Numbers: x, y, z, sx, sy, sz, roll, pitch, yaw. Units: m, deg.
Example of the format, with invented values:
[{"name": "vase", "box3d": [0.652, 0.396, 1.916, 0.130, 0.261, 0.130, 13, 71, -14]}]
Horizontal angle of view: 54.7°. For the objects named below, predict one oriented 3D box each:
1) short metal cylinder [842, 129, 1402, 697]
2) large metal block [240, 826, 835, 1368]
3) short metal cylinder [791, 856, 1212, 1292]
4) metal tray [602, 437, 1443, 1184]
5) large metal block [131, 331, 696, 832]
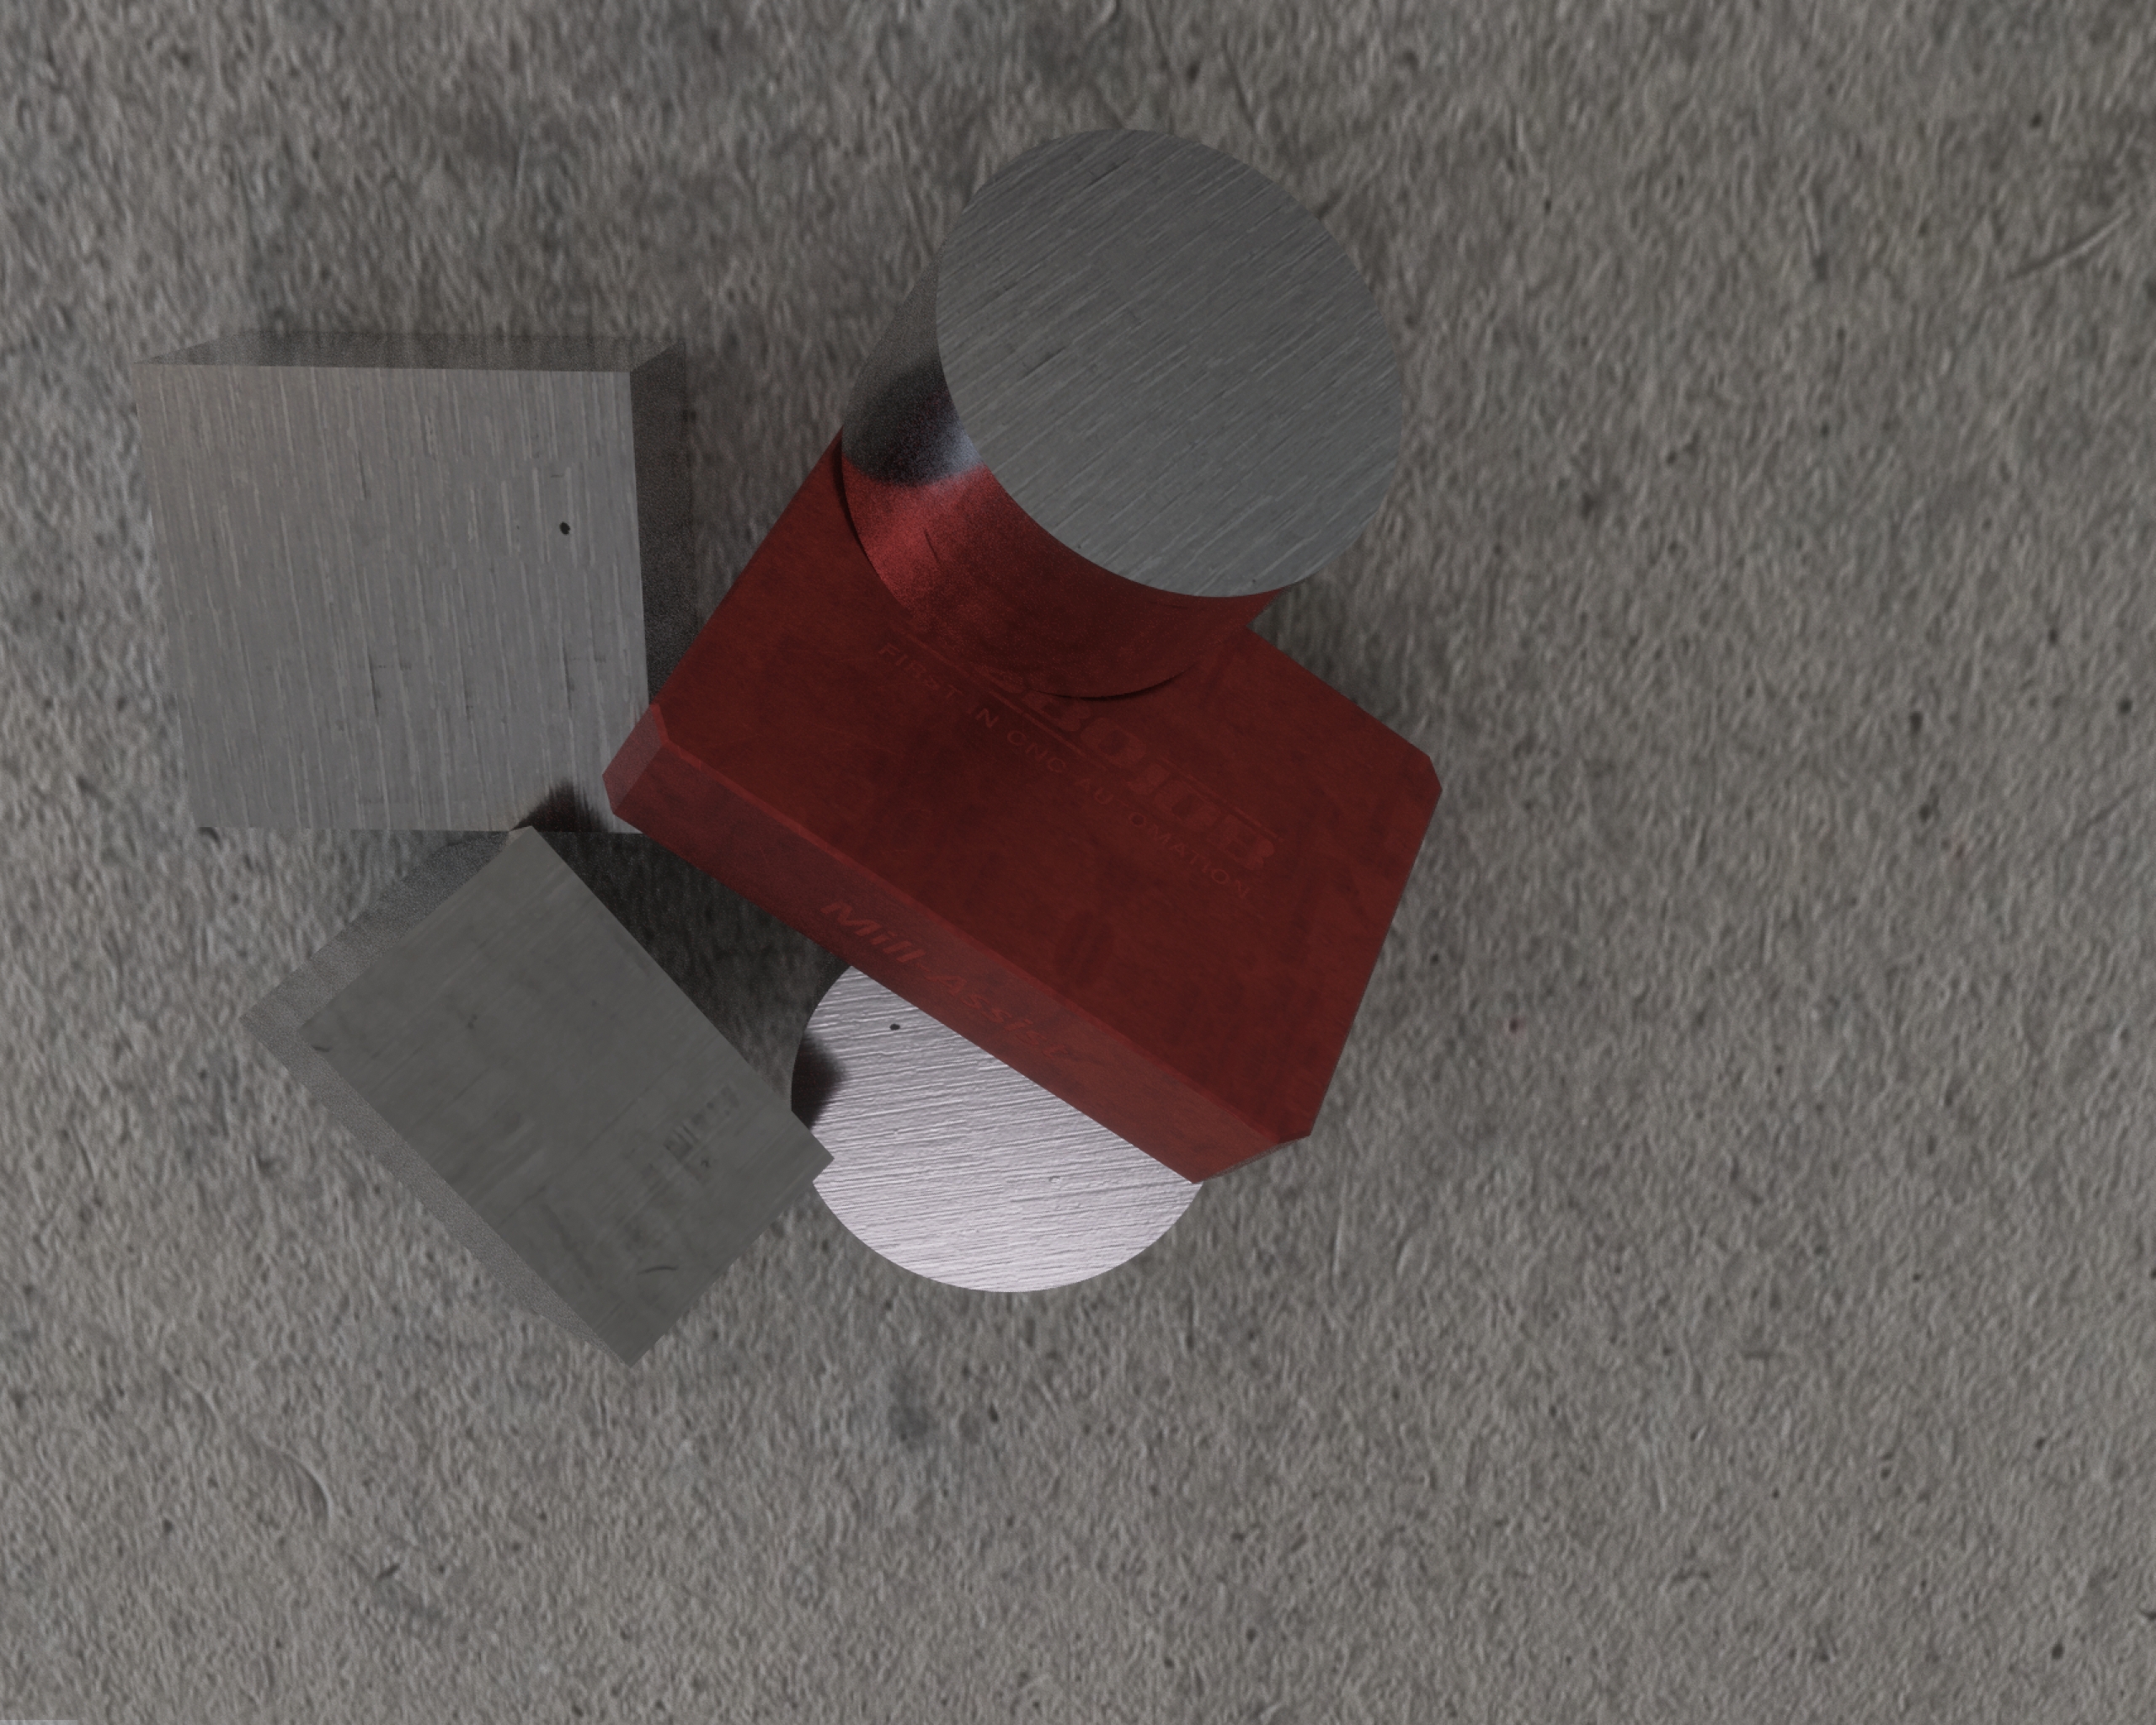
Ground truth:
[{"name": "short metal cylinder", "box3d": [0.006, -0.073, 0.350, 0.081, 0.050, 0.080, 6, 74, -22]}, {"name": "large metal block", "box3d": [-0.103, 0.042, 0.389, 0.050, 0.080, 0.080, -46, 108, -22]}, {"name": "short metal cylinder", "box3d": [-0.013, 0.037, 0.412, 0.081, 0.050, 0.079, 0, 110, 0]}, {"name": "metal tray", "box3d": [-0.005, -0.014, 0.372, 0.130, 0.090, 0.030, 34, 146, -12]}, {"name": "large metal block", "box3d": [-0.114, -0.052, 0.375, 0.081, 0.050, 0.079, 1, 110, -1]}]
